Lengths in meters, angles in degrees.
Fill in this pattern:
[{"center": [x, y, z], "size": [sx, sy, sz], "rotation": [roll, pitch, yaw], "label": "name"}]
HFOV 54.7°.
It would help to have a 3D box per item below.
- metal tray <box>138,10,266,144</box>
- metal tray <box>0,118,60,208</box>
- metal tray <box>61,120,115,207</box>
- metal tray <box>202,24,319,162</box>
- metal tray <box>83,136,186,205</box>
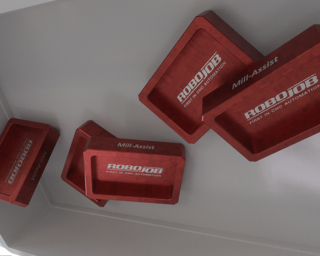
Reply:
[{"center": [0.044, -0.051, 0.350], "size": [0.090, 0.030, 0.129], "rotation": [41, 129, 0], "label": "metal tray"}, {"center": [-0.228, 0.052, 0.497], "size": [0.090, 0.130, 0.030], "rotation": [9, 157, 23], "label": "metal tray"}, {"center": [-0.103, 0.061, 0.496], "size": [0.090, 0.030, 0.129], "rotation": [34, 129, 5], "label": "metal tray"}, {"center": [0.117, -0.025, 0.300], "size": [0.090, 0.030, 0.130], "rotation": [38, 127, -26], "label": "metal tray"}, {"center": [-0.035, 0.060, 0.429], "size": [0.131, 0.030, 0.089], "rotation": [5, 124, -2], "label": "metal tray"}]
